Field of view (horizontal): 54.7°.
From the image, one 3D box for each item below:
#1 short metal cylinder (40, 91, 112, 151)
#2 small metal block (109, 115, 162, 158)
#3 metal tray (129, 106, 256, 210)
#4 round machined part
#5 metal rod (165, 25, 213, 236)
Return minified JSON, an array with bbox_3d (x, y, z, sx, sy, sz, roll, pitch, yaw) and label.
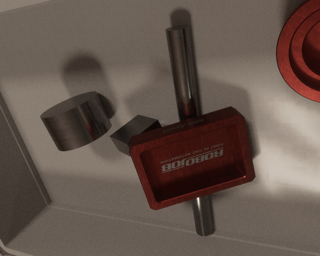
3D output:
[{"bbox_3d":[-0.114,-0.011,0.424,0.080,0.080,0.050,-8,114,31],"label":"short metal cylinder"},{"bbox_3d":[-0.029,0.010,0.399,0.050,0.050,0.025,16,140,55],"label":"small metal block"},{"bbox_3d":[0.039,0.037,0.365,0.131,0.030,0.089,-17,113,0],"label":"metal tray"},{"bbox_3d":[0.156,-0.074,0.270,0.098,0.042,0.097,13,124,20],"label":"round machined part"},{"bbox_3d":[0.043,0.023,0.399,0.025,0.025,0.298,4,120,26],"label":"metal rod"}]
